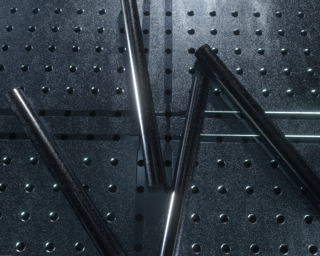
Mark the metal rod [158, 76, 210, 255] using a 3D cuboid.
[{"bbox_3d":[0.027,0.071,0.386,0.025,0.025,0.299,11,70,4],"label":"metal rod"}]

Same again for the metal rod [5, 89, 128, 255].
[{"bbox_3d":[-0.113,0.069,0.385,0.025,0.025,0.300,-34,74,-12],"label":"metal rod"}]

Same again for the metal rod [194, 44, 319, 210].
[{"bbox_3d":[0.144,0.004,0.412,0.025,0.025,0.299,-32,73,-11],"label":"metal rod"}]

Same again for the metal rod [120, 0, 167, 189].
[{"bbox_3d":[-0.027,-0.066,0.435,0.025,0.025,0.299,-8,70,-3],"label":"metal rod"}]
